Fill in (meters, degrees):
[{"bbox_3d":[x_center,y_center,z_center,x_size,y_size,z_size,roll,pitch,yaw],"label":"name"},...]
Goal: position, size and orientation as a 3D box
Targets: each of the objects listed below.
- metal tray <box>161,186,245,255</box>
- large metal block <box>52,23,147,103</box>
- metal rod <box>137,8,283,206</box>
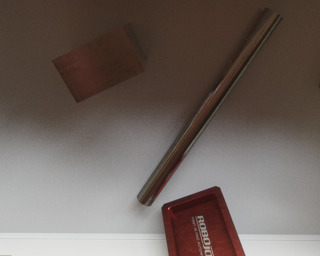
[{"bbox_3d":[0.056,0.146,0.408,0.090,0.130,0.030,-21,127,7],"label":"metal tray"},{"bbox_3d":[-0.063,-0.077,0.353,0.080,0.080,0.050,-24,109,8],"label":"large metal block"},{"bbox_3d":[0.056,-0.015,0.406,0.025,0.025,0.298,30,107,-11],"label":"metal rod"}]
